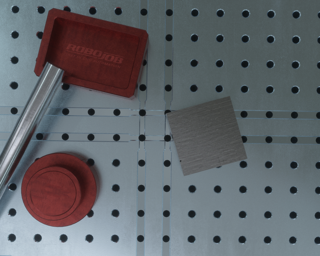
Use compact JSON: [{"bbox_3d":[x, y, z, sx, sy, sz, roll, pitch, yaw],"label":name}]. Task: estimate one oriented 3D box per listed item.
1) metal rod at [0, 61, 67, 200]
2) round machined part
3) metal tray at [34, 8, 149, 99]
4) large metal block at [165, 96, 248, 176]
[{"bbox_3d":[-0.199,0.054,0.394,0.025,0.025,0.299,29,96,-1],"label":"metal rod"},{"bbox_3d":[-0.132,0.081,0.403,0.099,0.042,0.097,0,90,-1],"label":"round machined part"},{"bbox_3d":[-0.088,-0.096,0.409,0.131,0.030,0.089,13,90,-1],"label":"metal tray"},{"bbox_3d":[0.057,0.010,0.402,0.080,0.050,0.080,-16,90,-1],"label":"large metal block"}]
